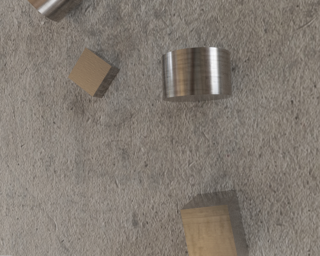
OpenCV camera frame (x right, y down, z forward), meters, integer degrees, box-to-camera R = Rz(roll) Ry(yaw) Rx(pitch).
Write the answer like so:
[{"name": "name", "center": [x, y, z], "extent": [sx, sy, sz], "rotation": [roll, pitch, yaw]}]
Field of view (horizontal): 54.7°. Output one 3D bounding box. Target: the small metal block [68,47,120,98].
[{"name": "small metal block", "center": [-0.094, -0.078, 0.442], "extent": [0.050, 0.025, 0.050], "rotation": [38, 102, 16]}]

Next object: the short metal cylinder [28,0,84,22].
[{"name": "short metal cylinder", "center": [-0.152, -0.198, 0.433], "extent": [0.050, 0.080, 0.080], "rotation": [-34, 79, 17]}]

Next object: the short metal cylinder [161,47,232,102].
[{"name": "short metal cylinder", "center": [0.043, -0.060, 0.365], "extent": [0.080, 0.080, 0.050], "rotation": [-3, 89, 20]}]

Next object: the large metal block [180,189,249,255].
[{"name": "large metal block", "center": [0.066, 0.121, 0.356], "extent": [0.050, 0.080, 0.080], "rotation": [-12, 86, 20]}]
